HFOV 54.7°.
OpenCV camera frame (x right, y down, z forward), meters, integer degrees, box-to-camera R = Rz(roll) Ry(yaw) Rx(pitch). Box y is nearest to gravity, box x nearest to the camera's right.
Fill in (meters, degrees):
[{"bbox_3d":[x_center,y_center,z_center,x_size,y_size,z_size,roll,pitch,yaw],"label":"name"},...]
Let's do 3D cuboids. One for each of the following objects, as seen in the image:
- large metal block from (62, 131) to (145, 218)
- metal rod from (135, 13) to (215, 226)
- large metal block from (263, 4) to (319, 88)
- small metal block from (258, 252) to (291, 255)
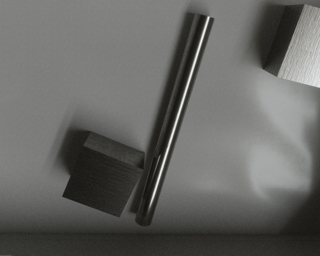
[{"bbox_3d":[-0.074,0.062,0.420,0.080,0.050,0.079,23,108,-9],"label":"large metal block"},{"bbox_3d":[0.014,0.003,0.412,0.025,0.025,0.298,14,109,-6],"label":"metal rod"},{"bbox_3d":[0.182,-0.094,0.366,0.081,0.050,0.079,13,110,-5],"label":"large metal block"},{"bbox_3d":[0.187,0.232,0.502,0.050,0.025,0.050,-5,110,1],"label":"small metal block"}]
